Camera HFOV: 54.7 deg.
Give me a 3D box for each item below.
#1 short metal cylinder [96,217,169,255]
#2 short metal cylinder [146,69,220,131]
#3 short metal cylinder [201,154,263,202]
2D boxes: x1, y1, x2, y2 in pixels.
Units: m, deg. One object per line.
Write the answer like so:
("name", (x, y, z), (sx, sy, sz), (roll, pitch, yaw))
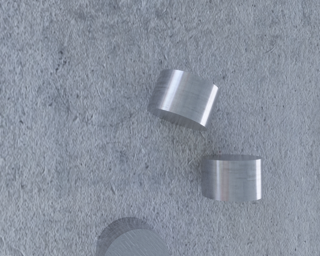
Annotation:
("short metal cylinder", (-0.035, 0.157, 0.383), (0.081, 0.050, 0.080), (0, 90, -20))
("short metal cylinder", (0.029, -0.033, 0.390), (0.080, 0.080, 0.050), (22, 83, -19))
("short metal cylinder", (0.096, 0.064, 0.415), (0.081, 0.080, 0.050), (-1, 91, -20))
